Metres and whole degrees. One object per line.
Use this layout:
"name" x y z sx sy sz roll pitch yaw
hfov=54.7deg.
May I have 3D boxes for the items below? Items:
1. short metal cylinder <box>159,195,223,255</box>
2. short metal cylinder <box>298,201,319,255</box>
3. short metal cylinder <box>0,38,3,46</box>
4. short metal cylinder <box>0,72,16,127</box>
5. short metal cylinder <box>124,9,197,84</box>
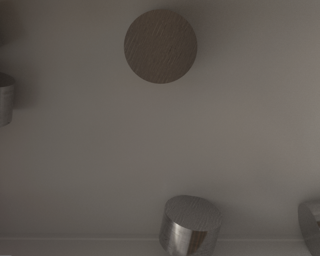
"short metal cylinder" 0.042 0.138 0.434 0.081 0.080 0.050 9 110 -4
"short metal cylinder" 0.238 0.143 0.438 0.050 0.080 0.079 -11 110 3
"short metal cylinder" -0.226 -0.103 0.341 0.080 0.080 0.050 -18 109 6
"short metal cylinder" -0.217 -0.037 0.365 0.081 0.080 0.050 13 110 -5
"short metal cylinder" 0.001 -0.096 0.363 0.081 0.050 0.079 0 110 -1
